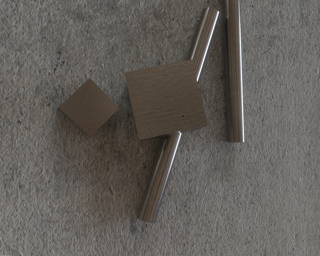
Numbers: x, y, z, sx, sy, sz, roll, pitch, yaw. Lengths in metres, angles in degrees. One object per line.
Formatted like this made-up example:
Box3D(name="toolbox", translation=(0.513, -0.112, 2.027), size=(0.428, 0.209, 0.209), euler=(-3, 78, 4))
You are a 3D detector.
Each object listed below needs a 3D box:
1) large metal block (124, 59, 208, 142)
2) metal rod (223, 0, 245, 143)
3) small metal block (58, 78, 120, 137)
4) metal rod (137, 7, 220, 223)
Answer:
Box3D(name="large metal block", translation=(0.006, -0.031, 0.381), size=(0.081, 0.050, 0.080), euler=(-12, 85, -4))
Box3D(name="metal rod", translation=(0.105, -0.129, 0.449), size=(0.025, 0.025, 0.298), euler=(-3, 91, -20))
Box3D(name="small metal block", translation=(-0.087, -0.024, 0.377), size=(0.050, 0.025, 0.050), euler=(46, 75, -15))
Box3D(name="metal rod", translation=(0.027, -0.022, 0.420), size=(0.025, 0.025, 0.299), euler=(20, 83, -19))
